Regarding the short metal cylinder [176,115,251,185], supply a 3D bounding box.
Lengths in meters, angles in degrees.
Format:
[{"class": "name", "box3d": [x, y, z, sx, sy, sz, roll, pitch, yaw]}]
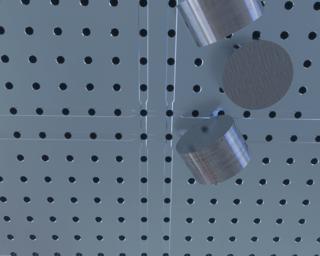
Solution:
[{"class": "short metal cylinder", "box3d": [0.068, 0.027, 0.394, 0.080, 0.080, 0.050, -29, 108, 10]}]

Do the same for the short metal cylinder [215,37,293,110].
[{"class": "short metal cylinder", "box3d": [0.112, -0.067, 0.376, 0.081, 0.050, 0.079, 0, 110, 0]}]

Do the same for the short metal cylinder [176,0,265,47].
[{"class": "short metal cylinder", "box3d": [0.065, -0.130, 0.336, 0.080, 0.080, 0.050, -28, 108, 9]}]
